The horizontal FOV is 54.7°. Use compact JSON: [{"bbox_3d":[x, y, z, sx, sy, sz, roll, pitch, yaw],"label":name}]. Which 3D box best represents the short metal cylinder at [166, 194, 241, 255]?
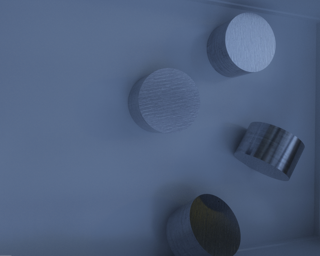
[{"bbox_3d":[0.056,0.132,0.398,0.080,0.050,0.080,22,47,-25],"label":"short metal cylinder"}]

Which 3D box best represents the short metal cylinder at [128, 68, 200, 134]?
[{"bbox_3d":[0.004,-0.033,0.399,0.081,0.050,0.080,0,90,-20],"label":"short metal cylinder"}]

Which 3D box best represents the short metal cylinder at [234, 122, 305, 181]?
[{"bbox_3d":[0.153,0.033,0.438,0.080,0.080,0.050,33,79,-17],"label":"short metal cylinder"}]

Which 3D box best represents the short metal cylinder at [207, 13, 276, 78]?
[{"bbox_3d":[0.114,-0.115,0.439,0.081,0.050,0.080,0,90,-20],"label":"short metal cylinder"}]
